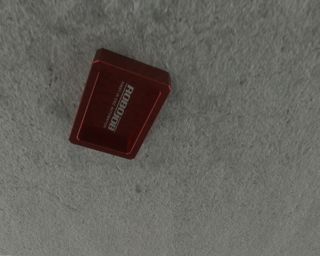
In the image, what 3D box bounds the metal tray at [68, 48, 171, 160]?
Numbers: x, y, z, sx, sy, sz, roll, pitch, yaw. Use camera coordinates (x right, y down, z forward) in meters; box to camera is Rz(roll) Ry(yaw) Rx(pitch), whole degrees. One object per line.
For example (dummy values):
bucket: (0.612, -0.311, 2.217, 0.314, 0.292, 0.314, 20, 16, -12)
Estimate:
metal tray: (-0.052, -0.023, 0.383, 0.091, 0.030, 0.129, 18, 128, -15)
